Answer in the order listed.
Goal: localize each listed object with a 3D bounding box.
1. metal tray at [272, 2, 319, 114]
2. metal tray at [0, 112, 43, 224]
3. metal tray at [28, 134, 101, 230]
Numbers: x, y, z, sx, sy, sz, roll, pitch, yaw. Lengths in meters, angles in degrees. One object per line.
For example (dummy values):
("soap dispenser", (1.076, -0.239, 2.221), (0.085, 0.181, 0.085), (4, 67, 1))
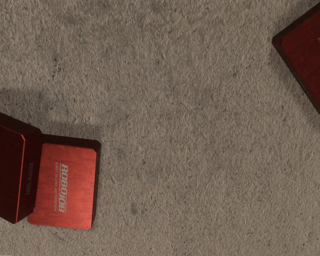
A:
("metal tray", (0.212, -0.084, 0.379), (0.090, 0.030, 0.130), (-37, 106, 12))
("metal tray", (-0.206, 0.050, 0.405), (0.090, 0.030, 0.129), (20, 110, 16))
("metal tray", (-0.134, 0.077, 0.434), (0.091, 0.030, 0.129), (7, 110, -3))
